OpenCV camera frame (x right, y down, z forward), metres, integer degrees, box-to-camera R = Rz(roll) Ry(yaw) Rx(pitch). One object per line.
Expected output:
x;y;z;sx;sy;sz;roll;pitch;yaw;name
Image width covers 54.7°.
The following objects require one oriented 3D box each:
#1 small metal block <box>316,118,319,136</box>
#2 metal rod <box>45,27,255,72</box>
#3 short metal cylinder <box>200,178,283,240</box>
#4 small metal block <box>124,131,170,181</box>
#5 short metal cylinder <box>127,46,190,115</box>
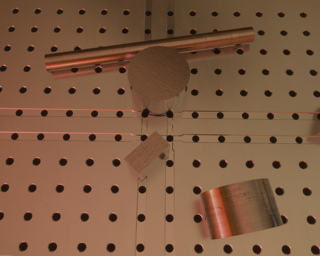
0.245;-0.008;0.416;0.050;0.025;0.050;21;71;7;small metal block
-0.012;-0.116;0.453;0.302;0.025;0.025;-9;70;-4;metal rod
0.090;0.092;0.349;0.081;0.080;0.050;-11;71;-4;short metal cylinder
-0.015;0.036;0.385;0.050;0.050;0.025;-41;75;-14;small metal block
-0.002;-0.063;0.421;0.081;0.050;0.080;0;70;0;short metal cylinder
